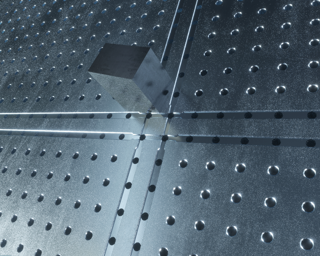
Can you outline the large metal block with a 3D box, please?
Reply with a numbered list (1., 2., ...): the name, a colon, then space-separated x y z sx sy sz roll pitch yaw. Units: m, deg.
1. large metal block: -0.038 -0.070 0.434 0.080 0.080 0.050 16 70 34
